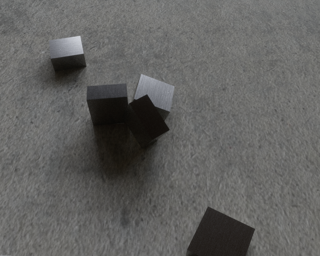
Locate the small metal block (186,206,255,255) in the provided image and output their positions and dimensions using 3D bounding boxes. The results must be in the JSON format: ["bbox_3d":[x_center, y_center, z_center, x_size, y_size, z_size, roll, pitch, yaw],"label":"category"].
[{"bbox_3d":[0.060,0.115,0.308,0.050,0.025,0.050,23,53,18],"label":"small metal block"}]

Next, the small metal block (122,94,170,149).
[{"bbox_3d":[-0.019,-0.006,0.381,0.025,0.050,0.050,-30,85,-23],"label":"small metal block"}]

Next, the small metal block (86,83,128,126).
[{"bbox_3d":[-0.067,-0.031,0.412,0.050,0.050,0.025,-5,51,-4],"label":"small metal block"}]

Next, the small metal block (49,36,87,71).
[{"bbox_3d":[-0.150,-0.122,0.503,0.050,0.025,0.050,-12,51,-10],"label":"small metal block"}]

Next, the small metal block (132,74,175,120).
[{"bbox_3d":[-0.011,-0.041,0.428,0.050,0.025,0.050,19,50,-10],"label":"small metal block"}]
